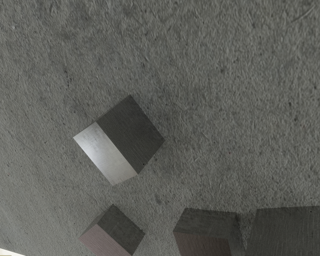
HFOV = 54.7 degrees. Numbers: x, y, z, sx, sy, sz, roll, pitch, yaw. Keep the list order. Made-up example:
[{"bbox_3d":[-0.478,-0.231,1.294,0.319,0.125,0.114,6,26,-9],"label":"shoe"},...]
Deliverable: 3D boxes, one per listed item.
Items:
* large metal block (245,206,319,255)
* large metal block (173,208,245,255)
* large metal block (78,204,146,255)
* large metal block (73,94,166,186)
[{"bbox_3d":[0.158,0.143,0.376,0.080,0.080,0.050,-13,112,33],"label":"large metal block"},{"bbox_3d":[0.074,0.169,0.456,0.080,0.050,0.080,-3,117,29],"label":"large metal block"},{"bbox_3d":[-0.087,0.195,0.558,0.080,0.050,0.080,44,129,-2],"label":"large metal block"},{"bbox_3d":[-0.050,0.015,0.407,0.050,0.080,0.080,-29,102,38],"label":"large metal block"}]
